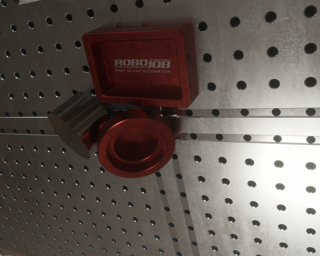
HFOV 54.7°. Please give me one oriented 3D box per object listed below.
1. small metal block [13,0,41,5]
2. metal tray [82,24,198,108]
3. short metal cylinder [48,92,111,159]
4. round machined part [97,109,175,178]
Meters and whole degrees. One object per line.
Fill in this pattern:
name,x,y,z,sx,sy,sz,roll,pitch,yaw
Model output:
small metal block,-0.166,-0.178,0.370,0.050,0.050,0.025,42,129,-1
metal tray,-0.023,-0.074,0.373,0.130,0.030,0.089,6,121,25
short metal cylinder,-0.107,-0.003,0.429,0.080,0.050,0.080,33,151,22
round machined part,-0.033,0.016,0.406,0.099,0.042,0.097,-7,126,-10
